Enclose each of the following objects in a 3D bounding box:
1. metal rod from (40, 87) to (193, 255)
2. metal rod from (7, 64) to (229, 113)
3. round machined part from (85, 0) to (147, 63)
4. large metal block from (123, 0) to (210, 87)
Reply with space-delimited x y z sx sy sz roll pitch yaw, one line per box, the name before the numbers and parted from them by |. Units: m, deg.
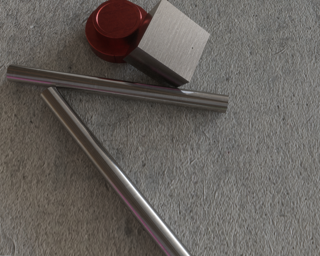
metal rod | -0.055 0.061 0.385 0.025 0.025 0.300 -38 75 -13
metal rod | -0.059 -0.054 0.427 0.302 0.025 0.025 9 70 2
round machined part | -0.060 -0.148 0.452 0.099 0.042 0.098 0 70 -1
large metal block | 0.009 -0.110 0.418 0.080 0.050 0.080 31 70 -21
